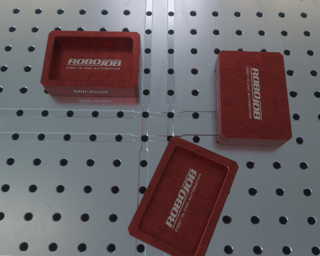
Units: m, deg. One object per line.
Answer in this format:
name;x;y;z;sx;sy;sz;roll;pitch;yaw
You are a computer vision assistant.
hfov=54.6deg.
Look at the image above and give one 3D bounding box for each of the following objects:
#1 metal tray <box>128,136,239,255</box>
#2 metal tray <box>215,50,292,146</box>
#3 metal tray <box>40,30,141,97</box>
metal tray;0.030;0.086;0.377;0.090;0.030;0.130;24;72;8
metal tray;0.124;-0.042;0.425;0.090;0.030;0.130;2;70;1
metal tray;-0.094;-0.092;0.442;0.131;0.030;0.090;1;70;0
